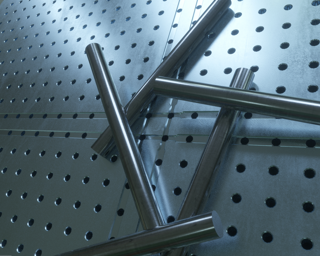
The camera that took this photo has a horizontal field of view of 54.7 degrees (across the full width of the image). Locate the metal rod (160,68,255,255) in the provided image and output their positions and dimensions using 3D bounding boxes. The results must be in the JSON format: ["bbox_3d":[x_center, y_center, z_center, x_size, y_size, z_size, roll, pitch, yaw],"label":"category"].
[{"bbox_3d":[0.048,0.060,0.345,0.025,0.025,0.300,13,68,33],"label":"metal rod"}]

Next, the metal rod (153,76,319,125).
[{"bbox_3d":[0.131,-0.022,0.329,0.301,0.025,0.025,13,68,25],"label":"metal rod"}]

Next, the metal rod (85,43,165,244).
[{"bbox_3d":[-0.052,0.000,0.405,0.025,0.025,0.299,-28,61,10],"label":"metal rod"}]

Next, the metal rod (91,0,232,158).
[{"bbox_3d":[0.006,-0.081,0.453,0.025,0.025,0.300,32,79,37],"label":"metal rod"}]

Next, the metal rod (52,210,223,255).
[{"bbox_3d":[-0.076,0.142,0.339,0.300,0.025,0.025,-23,53,21],"label":"metal rod"}]
